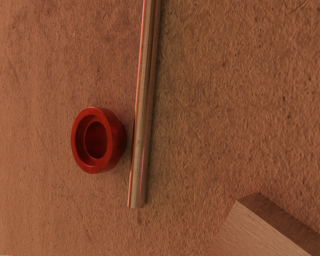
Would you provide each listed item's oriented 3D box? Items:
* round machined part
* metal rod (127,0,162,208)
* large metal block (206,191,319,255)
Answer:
[{"bbox_3d":[-0.088,0.018,0.467,0.098,0.042,0.097,0,90,40],"label":"round machined part"},{"bbox_3d":[-0.021,-0.040,0.422,0.025,0.025,0.298,8,95,39],"label":"metal rod"},{"bbox_3d":[0.102,0.123,0.305,0.080,0.050,0.079,35,112,34],"label":"large metal block"}]
